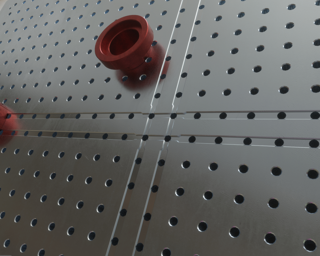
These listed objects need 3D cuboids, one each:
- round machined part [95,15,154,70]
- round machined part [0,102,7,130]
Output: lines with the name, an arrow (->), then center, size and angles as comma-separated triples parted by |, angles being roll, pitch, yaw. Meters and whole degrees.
round machined part -> -0.054, -0.134, 0.509 | 0.098, 0.042, 0.098 | -13, 56, 21
round machined part -> -0.347, -0.017, 0.593 | 0.098, 0.042, 0.098 | -13, 56, 21
